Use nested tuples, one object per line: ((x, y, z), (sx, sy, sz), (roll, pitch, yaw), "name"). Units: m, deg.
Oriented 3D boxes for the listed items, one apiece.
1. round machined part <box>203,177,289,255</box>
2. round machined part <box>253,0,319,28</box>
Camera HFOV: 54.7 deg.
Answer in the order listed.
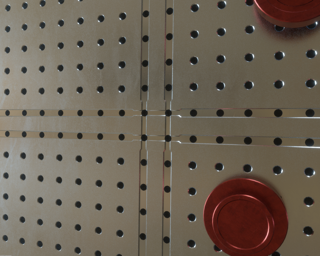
((0.100, 0.109, 0.368), (0.098, 0.042, 0.097), (0, 90, 19), "round machined part")
((0.155, -0.161, 0.349), (0.098, 0.042, 0.097), (0, 90, 19), "round machined part")
